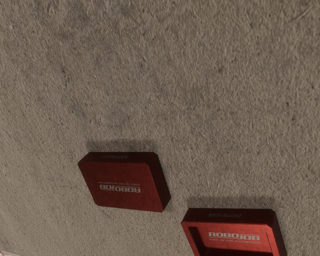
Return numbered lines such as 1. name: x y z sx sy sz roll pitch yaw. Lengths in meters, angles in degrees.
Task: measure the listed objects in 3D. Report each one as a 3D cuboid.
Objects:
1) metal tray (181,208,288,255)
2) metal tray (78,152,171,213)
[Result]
1. metal tray: 0.105 0.160 0.446 0.130 0.030 0.090 -8 115 31
2. metal tray: -0.056 0.083 0.483 0.130 0.030 0.089 -3 117 29
